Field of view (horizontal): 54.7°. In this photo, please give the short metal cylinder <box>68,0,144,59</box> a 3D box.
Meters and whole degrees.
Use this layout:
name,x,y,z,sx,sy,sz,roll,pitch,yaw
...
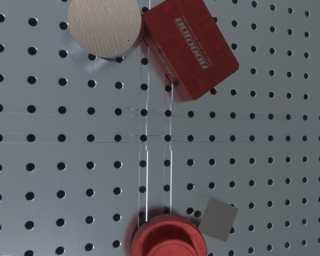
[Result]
name,x,y,z,sx,sy,sz,roll,pitch,yaw
short metal cylinder,-0.060,-0.123,0.362,0.081,0.050,0.079,0,100,1

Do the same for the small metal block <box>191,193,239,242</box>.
name,x,y,z,sx,sy,sz,roll,pitch,yaw
small metal block,0.077,0.127,0.441,0.050,0.025,0.050,26,81,-18

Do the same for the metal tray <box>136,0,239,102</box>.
name,x,y,z,sx,sy,sz,roll,pitch,yaw
metal tray,0.040,-0.113,0.425,0.090,0.030,0.130,-37,102,-16

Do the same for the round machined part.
name,x,y,z,sx,sy,sz,roll,pitch,yaw
round machined part,0.013,0.165,0.396,0.099,0.042,0.097,-1,98,-6
